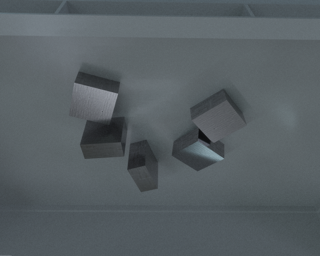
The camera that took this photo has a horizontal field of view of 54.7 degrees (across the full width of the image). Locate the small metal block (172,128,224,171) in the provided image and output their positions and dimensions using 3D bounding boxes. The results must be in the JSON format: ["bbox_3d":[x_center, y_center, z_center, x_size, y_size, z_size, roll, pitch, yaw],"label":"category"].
[{"bbox_3d":[0.053,0.030,0.429,0.050,0.025,0.050,33,134,-25],"label":"small metal block"}]

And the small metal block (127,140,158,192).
[{"bbox_3d":[-0.023,0.054,0.438,0.025,0.050,0.050,-15,129,12],"label":"small metal block"}]

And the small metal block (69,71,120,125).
[{"bbox_3d":[-0.080,-0.035,0.378,0.050,0.025,0.050,13,129,-12],"label":"small metal block"}]

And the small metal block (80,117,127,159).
[{"bbox_3d":[-0.071,0.012,0.402,0.050,0.050,0.025,-4,130,3],"label":"small metal block"}]

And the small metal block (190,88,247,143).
[{"bbox_3d":[0.075,-0.014,0.397,0.050,0.025,0.050,-31,124,23],"label":"small metal block"}]
